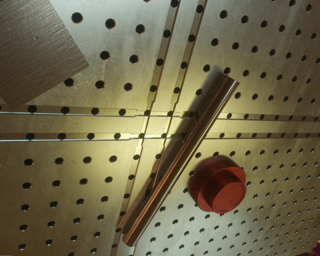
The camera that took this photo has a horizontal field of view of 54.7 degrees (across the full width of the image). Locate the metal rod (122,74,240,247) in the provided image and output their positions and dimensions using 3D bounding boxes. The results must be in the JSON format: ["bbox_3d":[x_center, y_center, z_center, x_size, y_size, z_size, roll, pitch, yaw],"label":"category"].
[{"bbox_3d":[0.024,0.057,0.459,0.025,0.025,0.298,20,108,-36],"label":"metal rod"}]

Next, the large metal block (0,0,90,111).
[{"bbox_3d":[-0.124,-0.076,0.280,0.080,0.050,0.080,-33,129,-7],"label":"large metal block"}]

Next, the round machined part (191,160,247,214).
[{"bbox_3d":[0.106,0.105,0.523,0.099,0.042,0.097,-14,124,-21],"label":"round machined part"}]
